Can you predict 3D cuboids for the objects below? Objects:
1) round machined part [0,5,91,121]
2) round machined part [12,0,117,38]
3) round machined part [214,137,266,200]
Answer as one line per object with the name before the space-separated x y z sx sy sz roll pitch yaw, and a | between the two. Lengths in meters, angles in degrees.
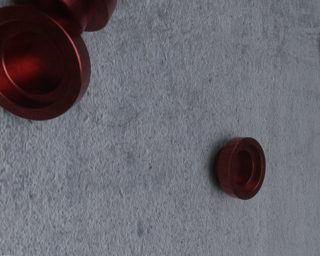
round machined part | -0.109 -0.059 0.279 0.042 0.098 0.098 -66 137 -65
round machined part | -0.093 -0.120 0.279 0.098 0.098 0.042 35 68 -35
round machined part | 0.124 0.063 0.498 0.099 0.042 0.097 0 90 -40
